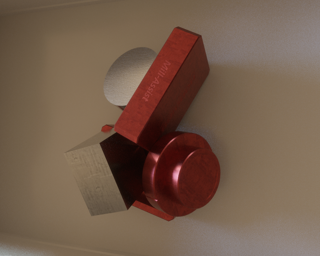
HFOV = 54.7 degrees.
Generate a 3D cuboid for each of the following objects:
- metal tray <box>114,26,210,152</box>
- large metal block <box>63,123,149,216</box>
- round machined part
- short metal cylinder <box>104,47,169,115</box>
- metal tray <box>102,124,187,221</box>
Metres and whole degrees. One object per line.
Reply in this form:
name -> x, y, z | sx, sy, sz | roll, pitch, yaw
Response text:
metal tray -> 0.008, -0.036, 0.354 | 0.030, 0.090, 0.130 | 28, 84, 20
large metal block -> -0.057, 0.047, 0.374 | 0.050, 0.080, 0.080 | -16, 101, 25
round machined part -> 0.031, 0.054, 0.355 | 0.042, 0.099, 0.097 | 8, 93, 50
short metal cylinder -> -0.023, -0.053, 0.387 | 0.080, 0.050, 0.080 | -13, 61, 26
metal tray -> -0.026, 0.056, 0.413 | 0.130, 0.030, 0.089 | 18, 96, 19
